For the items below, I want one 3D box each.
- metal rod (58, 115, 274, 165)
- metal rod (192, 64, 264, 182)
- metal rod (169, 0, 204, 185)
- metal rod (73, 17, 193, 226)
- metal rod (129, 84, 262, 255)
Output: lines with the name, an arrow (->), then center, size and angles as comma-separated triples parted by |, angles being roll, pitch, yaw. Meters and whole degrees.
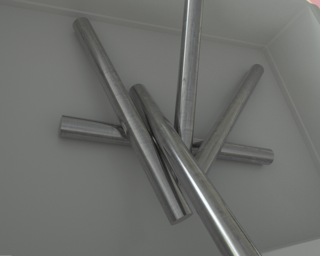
metal rod -> 0.025, 0.020, 0.406 | 0.302, 0.025, 0.025 | 10, 58, -23
metal rod -> 0.108, -0.026, 0.457 | 0.025, 0.025, 0.301 | 41, 44, 0
metal rod -> 0.037, -0.079, 0.393 | 0.025, 0.025, 0.299 | 9, 81, -24
metal rod -> -0.044, -0.028, 0.370 | 0.025, 0.025, 0.299 | -11, 59, -33
metal rod -> 0.022, 0.034, 0.309 | 0.025, 0.025, 0.300 | 3, 32, -27
